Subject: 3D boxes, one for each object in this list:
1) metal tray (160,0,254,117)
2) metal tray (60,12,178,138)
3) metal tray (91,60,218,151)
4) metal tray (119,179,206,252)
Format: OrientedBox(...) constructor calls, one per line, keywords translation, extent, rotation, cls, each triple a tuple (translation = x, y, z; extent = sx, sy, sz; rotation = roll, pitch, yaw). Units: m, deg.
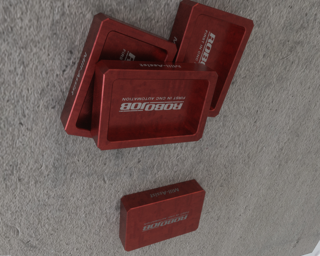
OrientedBox(translation=(0.051, -0.080, 0.381), extent=(0.091, 0.030, 0.129), rotation=(4, 117, -30), cls="metal tray")
OrientedBox(translation=(-0.047, -0.049, 0.347), extent=(0.091, 0.030, 0.129), rotation=(12, 113, -33), cls="metal tray")
OrientedBox(translation=(-0.006, -0.026, 0.344), extent=(0.131, 0.030, 0.089), rotation=(-4, 120, -27), cls="metal tray")
OrientedBox(translation=(0.003, 0.137, 0.490), extent=(0.131, 0.030, 0.089), rotation=(-8, 122, -24), cls="metal tray")
